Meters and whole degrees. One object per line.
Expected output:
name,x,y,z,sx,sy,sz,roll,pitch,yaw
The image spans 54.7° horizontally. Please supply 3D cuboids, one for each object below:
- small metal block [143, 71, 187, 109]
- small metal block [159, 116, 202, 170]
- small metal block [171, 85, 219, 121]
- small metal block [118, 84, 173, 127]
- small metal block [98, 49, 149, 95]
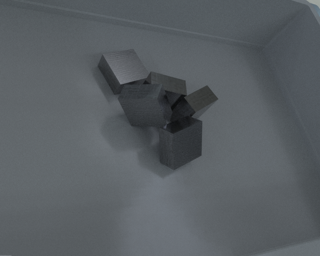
small metal block,0.001,-0.046,0.418,0.050,0.050,0.025,11,57,-22
small metal block,0.027,0.018,0.390,0.050,0.050,0.025,-22,32,-36
small metal block,0.045,-0.028,0.431,0.050,0.050,0.025,-30,79,-38
small metal block,-0.017,-0.027,0.384,0.050,0.050,0.025,1,50,21
small metal block,-0.049,-0.078,0.426,0.050,0.025,0.050,-21,73,-36
